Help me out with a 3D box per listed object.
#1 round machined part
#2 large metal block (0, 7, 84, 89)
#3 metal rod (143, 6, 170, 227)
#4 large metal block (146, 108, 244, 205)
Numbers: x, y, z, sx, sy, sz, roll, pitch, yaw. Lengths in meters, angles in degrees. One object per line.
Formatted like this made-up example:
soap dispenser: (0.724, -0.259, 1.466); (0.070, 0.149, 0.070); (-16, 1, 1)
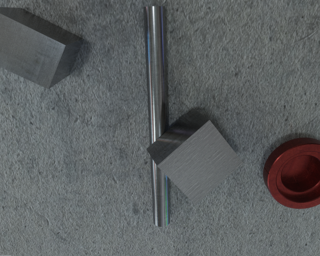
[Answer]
round machined part: (0.190, 0.058, 0.424); (0.099, 0.042, 0.097); (0, 110, 0)
large metal block: (-0.141, -0.092, 0.345); (0.080, 0.080, 0.050); (25, 108, -9)
metal rod: (-0.002, -0.001, 0.409); (0.025, 0.025, 0.298); (-2, 110, 0)
large metal block: (0.044, 0.036, 0.394); (0.080, 0.050, 0.080); (-42, 116, 0)
